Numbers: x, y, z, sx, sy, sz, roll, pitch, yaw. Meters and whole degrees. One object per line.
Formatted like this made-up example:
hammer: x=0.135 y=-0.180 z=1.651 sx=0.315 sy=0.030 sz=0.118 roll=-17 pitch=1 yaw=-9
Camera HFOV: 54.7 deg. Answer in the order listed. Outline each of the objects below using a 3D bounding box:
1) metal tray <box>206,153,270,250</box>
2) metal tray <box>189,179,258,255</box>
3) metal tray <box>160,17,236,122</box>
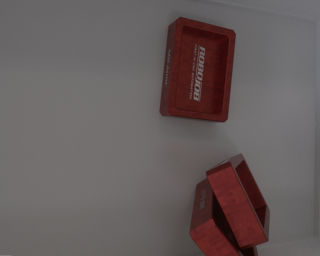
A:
metal tray: x=0.102 y=0.082 z=0.385 sx=0.030 sy=0.130 sz=0.090 roll=-27 pitch=81 yaw=18
metal tray: x=0.080 y=0.121 z=0.380 sx=0.030 sy=0.130 sz=0.090 roll=-37 pitch=95 yaw=16
metal tray: x=0.053 y=-0.076 z=0.426 sx=0.091 sy=0.030 sz=0.129 roll=7 pitch=88 yaw=-20
